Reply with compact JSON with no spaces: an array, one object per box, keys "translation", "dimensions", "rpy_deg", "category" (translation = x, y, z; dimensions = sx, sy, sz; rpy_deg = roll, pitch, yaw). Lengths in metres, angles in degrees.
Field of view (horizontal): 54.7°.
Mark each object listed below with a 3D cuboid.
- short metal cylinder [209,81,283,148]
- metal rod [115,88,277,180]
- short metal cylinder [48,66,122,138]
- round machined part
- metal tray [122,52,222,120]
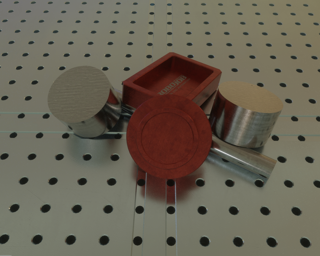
[{"translation":[0.106,-0.019,0.392],"dimensions":[0.081,0.050,0.080],"rpy_deg":[9,33,-6],"category":"short metal cylinder"},{"translation":[0.005,-0.010,0.416],"dimensions":[0.301,0.025,0.025],"rpy_deg":[25,55,20],"category":"metal rod"},{"translation":[-0.096,-0.033,0.403],"dimensions":[0.080,0.050,0.080],"rpy_deg":[-4,66,9],"category":"short metal cylinder"},{"translation":[0.010,0.010,0.353],"dimensions":[0.099,0.042,0.097],"rpy_deg":[0,92,5],"category":"round machined part"},{"translation":[0.020,-0.060,0.436],"dimensions":[0.090,0.030,0.131],"rpy_deg":[26,41,20],"category":"metal tray"}]
